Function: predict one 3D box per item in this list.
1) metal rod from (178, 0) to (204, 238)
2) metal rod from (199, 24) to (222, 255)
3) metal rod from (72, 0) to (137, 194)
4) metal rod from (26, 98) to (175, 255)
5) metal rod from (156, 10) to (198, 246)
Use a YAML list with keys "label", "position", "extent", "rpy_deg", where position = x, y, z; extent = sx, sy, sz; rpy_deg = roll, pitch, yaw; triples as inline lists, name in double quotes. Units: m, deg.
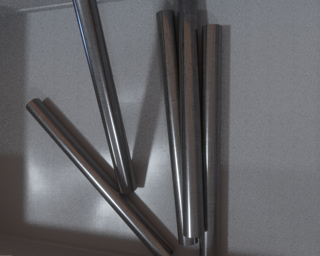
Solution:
- label: "metal rod"
  position: [0.038, -0.021, 0.383]
  extent: [0.025, 0.025, 0.298]
  rpy_deg: [-3, 84, 19]
- label: "metal rod"
  position: [0.063, 0.023, 0.387]
  extent: [0.025, 0.025, 0.298]
  rpy_deg: [1, 90, 19]
- label: "metal rod"
  position: [-0.067, -0.052, 0.369]
  extent: [0.025, 0.025, 0.298]
  rpy_deg: [-1, 114, 20]
- label: "metal rod"
  position: [-0.092, 0.066, 0.441]
  extent: [0.300, 0.025, 0.025]
  rpy_deg: [45, 104, 14]
- label: "metal rod"
  position: [0.022, -0.002, 0.402]
  extent: [0.025, 0.025, 0.298]
  rpy_deg: [-6, 88, 19]
